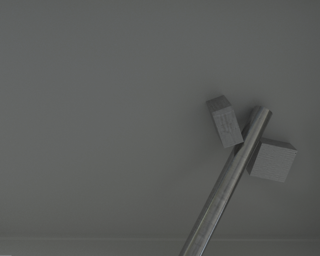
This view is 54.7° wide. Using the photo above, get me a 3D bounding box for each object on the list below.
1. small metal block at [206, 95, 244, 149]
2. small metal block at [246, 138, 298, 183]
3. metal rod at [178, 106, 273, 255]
[{"bbox_3d":[0.082,-0.009,0.396,0.025,0.050,0.050,-20,109,7],"label":"small metal block"},{"bbox_3d":[0.153,0.043,0.430,0.050,0.025,0.050,12,110,-5],"label":"small metal block"},{"bbox_3d":[0.064,0.106,0.382,0.025,0.025,0.299,31,80,-11],"label":"metal rod"}]
